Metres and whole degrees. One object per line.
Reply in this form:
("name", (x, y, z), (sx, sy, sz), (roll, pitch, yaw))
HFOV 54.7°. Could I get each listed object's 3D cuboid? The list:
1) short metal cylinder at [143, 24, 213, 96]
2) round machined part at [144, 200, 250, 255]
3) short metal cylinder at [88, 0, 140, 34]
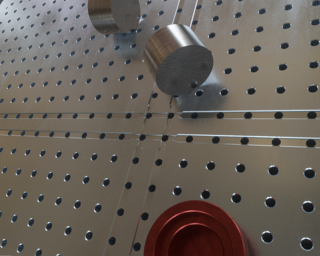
("short metal cylinder", (0.024, -0.090, 0.415), (0.080, 0.080, 0.050), (-32, 52, 7))
("round machined part", (0.037, 0.124, 0.301), (0.098, 0.042, 0.098), (-13, 56, 20))
("short metal cylinder", (-0.078, -0.205, 0.538), (0.050, 0.080, 0.080), (7, 65, 31))
